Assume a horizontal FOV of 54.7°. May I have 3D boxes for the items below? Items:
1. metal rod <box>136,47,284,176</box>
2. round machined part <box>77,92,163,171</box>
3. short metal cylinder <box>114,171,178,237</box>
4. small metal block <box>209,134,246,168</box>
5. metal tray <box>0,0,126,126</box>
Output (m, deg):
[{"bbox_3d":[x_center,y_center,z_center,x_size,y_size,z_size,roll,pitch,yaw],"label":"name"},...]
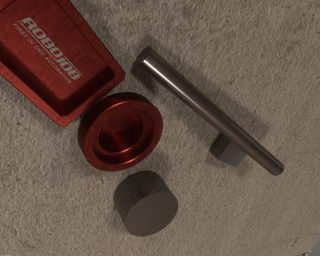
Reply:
[{"bbox_3d":[0.086,-0.007,0.426,0.301,0.025,0.025,35,98,-32],"label":"metal rod"},{"bbox_3d":[-0.049,0.000,0.366,0.099,0.042,0.097,-19,132,-23],"label":"round machined part"},{"bbox_3d":[-0.021,0.109,0.448,0.081,0.050,0.079,-14,125,-21],"label":"short metal cylinder"},{"bbox_3d":[0.114,0.030,0.490,0.050,0.025,0.050,24,105,-37],"label":"small metal block"},{"bbox_3d":[-0.106,-0.073,0.301,0.090,0.030,0.130,-40,130,-2],"label":"metal tray"}]
